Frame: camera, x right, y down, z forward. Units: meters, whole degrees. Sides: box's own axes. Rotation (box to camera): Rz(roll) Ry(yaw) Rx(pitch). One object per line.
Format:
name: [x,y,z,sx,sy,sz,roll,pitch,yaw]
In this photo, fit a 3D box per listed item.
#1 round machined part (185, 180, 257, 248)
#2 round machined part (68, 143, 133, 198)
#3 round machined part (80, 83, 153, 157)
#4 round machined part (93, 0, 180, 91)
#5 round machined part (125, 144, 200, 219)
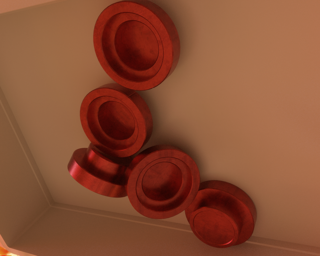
round machined part: [0.080,0.125,0.428,0.098,0.042,0.097,11,118,22]
round machined part: [-0.076,0.053,0.442,0.098,0.098,0.042,29,102,9]
round machined part: [-0.054,-0.013,0.414,0.098,0.042,0.097,10,117,21]
round machined part: [-0.022,-0.095,0.351,0.098,0.042,0.097,13,124,21]
round machined part: [0.001,0.068,0.418,0.099,0.042,0.097,-4,105,-16]
